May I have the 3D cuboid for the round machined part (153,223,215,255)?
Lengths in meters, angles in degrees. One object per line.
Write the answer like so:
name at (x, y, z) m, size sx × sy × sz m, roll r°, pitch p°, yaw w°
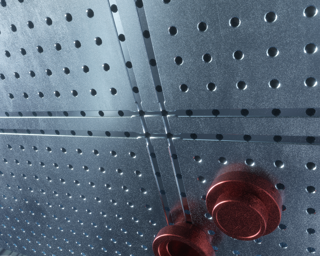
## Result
round machined part at (0.041, 0.192, 0.496) m, size 0.098 × 0.042 × 0.097 m, roll 13°, pitch 124°, yaw 20°

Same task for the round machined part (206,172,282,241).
round machined part at (0.108, 0.109, 0.410) m, size 0.098 × 0.042 × 0.097 m, roll 13°, pitch 124°, yaw 20°
